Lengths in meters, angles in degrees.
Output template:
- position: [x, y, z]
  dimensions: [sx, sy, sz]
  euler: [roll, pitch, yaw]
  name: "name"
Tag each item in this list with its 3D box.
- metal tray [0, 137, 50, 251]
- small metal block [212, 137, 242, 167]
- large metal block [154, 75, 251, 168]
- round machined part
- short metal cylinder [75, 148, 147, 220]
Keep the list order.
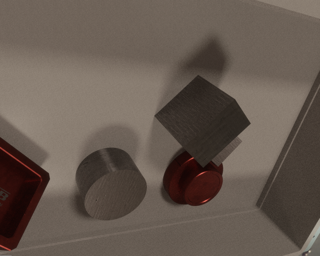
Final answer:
- position: [-0.179, 0.053, 0.303]
  dimensions: [0.030, 0.090, 0.130]
  euler: [-9, 137, 29]
  name: "metal tray"
- position: [0.081, 0.019, 0.448]
  dimensions: [0.050, 0.025, 0.050]
  euler: [44, 88, -3]
  name: "small metal block"
- position: [0.052, -0.011, 0.397]
  dimensions: [0.080, 0.080, 0.050]
  euler: [-43, 130, 1]
  name: "large metal block"
- position: [0.058, 0.082, 0.482]
  dimensions: [0.099, 0.042, 0.097]
  euler: [-14, 125, -21]
  name: "round machined part"
- position: [-0.064, 0.072, 0.404]
  dimensions: [0.081, 0.050, 0.079]
  euler: [-14, 125, -21]
  name: "short metal cylinder"
